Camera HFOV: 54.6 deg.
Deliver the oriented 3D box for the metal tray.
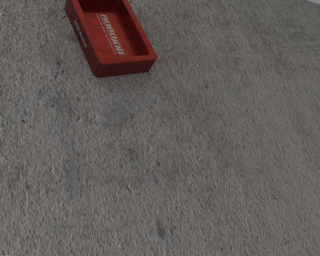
[{"bbox_3d":[-0.071,-0.137,0.445,0.091,0.030,0.130,-14,69,-34],"label":"metal tray"}]
